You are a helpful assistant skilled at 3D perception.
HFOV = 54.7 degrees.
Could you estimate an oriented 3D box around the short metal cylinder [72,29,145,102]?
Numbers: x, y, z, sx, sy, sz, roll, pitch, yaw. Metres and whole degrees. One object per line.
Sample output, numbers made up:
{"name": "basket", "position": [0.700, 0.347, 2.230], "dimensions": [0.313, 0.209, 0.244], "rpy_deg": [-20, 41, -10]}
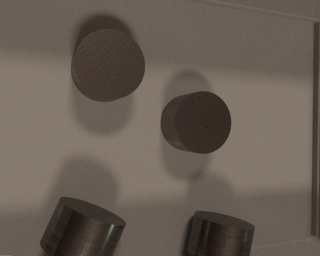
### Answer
{"name": "short metal cylinder", "position": [-0.064, -0.073, 0.374], "dimensions": [0.081, 0.050, 0.079], "rpy_deg": [0, 90, -21]}

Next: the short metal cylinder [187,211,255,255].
{"name": "short metal cylinder", "position": [0.081, 0.147, 0.413], "dimensions": [0.081, 0.080, 0.050], "rpy_deg": [13, 86, -20]}

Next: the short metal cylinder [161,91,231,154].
{"name": "short metal cylinder", "position": [0.047, -0.007, 0.416], "dimensions": [0.081, 0.050, 0.079], "rpy_deg": [0, 90, -21]}

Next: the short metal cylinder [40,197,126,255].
{"name": "short metal cylinder", "position": [-0.086, 0.117, 0.351], "dimensions": [0.080, 0.080, 0.050], "rpy_deg": [26, 82, -19]}
